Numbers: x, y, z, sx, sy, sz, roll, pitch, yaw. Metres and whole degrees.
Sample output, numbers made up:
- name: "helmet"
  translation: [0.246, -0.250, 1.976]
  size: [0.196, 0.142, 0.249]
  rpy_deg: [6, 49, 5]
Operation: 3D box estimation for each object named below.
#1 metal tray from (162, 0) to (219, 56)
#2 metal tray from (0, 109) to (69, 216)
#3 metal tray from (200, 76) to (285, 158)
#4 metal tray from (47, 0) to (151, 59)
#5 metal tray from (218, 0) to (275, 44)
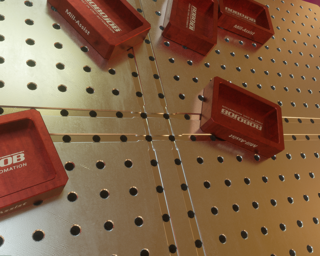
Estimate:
- name: "metal tray"
  translation: [0.057, -0.199, 0.556]
  size: [0.090, 0.030, 0.130]
  rpy_deg: [20, 54, -16]
- name: "metal tray"
  translation: [-0.166, 0.039, 0.291]
  size: [0.131, 0.030, 0.090]
  rpy_deg: [-18, 71, -35]
- name: "metal tray"
  translation: [0.130, -0.017, 0.484]
  size: [0.131, 0.030, 0.090]
  rpy_deg: [22, 54, -15]
- name: "metal tray"
  translation: [-0.089, -0.171, 0.461]
  size: [0.130, 0.030, 0.090]
  rpy_deg: [46, 51, 3]
- name: "metal tray"
  translation: [0.167, -0.232, 0.634]
  size: [0.131, 0.030, 0.090]
  rpy_deg: [14, 56, -21]
